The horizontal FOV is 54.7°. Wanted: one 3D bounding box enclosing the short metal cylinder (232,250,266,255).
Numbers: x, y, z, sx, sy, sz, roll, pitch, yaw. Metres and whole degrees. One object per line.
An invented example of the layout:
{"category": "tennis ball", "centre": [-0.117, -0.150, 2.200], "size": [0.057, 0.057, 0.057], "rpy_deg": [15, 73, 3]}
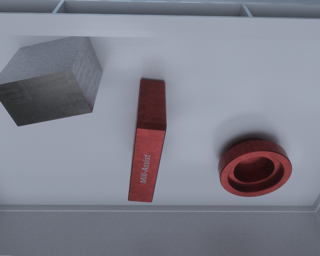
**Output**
{"category": "short metal cylinder", "centre": [0.192, 0.304, 0.657], "size": [0.081, 0.050, 0.079], "rpy_deg": [0, 130, 0]}

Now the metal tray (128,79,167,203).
{"category": "metal tray", "centre": [-0.017, 0.018, 0.381], "size": [0.030, 0.090, 0.129], "rpy_deg": [6, 130, -5]}

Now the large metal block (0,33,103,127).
{"category": "large metal block", "centre": [-0.112, -0.053, 0.327], "size": [0.080, 0.080, 0.050], "rpy_deg": [-10, 130, 8]}

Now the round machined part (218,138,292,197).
{"category": "round machined part", "centre": [0.133, 0.052, 0.445], "size": [0.099, 0.042, 0.097], "rpy_deg": [-1, 130, 0]}
